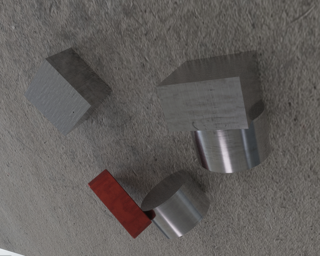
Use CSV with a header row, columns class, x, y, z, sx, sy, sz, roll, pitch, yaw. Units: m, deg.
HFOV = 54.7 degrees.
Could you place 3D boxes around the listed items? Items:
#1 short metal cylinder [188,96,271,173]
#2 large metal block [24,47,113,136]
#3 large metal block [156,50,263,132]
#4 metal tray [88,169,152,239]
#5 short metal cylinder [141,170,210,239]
class,x,y,z,sx,sy,sz,roll,pitch,yaw
short metal cylinder,0.075,0.005,0.335,0.080,0.080,0.050,-3,117,29
large metal block,-0.127,-0.049,0.428,0.080,0.050,0.080,46,129,-5
large metal block,0.055,-0.039,0.319,0.080,0.080,0.050,-3,117,29
metal tray,-0.059,0.109,0.448,0.090,0.030,0.130,48,165,5
short metal cylinder,0.021,0.103,0.424,0.080,0.080,0.050,-31,101,38
